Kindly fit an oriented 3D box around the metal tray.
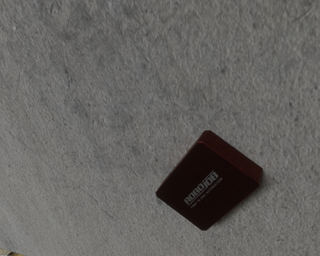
[{"bbox_3d":[0.061,0.075,0.418,0.090,0.030,0.129,37,129,3],"label":"metal tray"}]
